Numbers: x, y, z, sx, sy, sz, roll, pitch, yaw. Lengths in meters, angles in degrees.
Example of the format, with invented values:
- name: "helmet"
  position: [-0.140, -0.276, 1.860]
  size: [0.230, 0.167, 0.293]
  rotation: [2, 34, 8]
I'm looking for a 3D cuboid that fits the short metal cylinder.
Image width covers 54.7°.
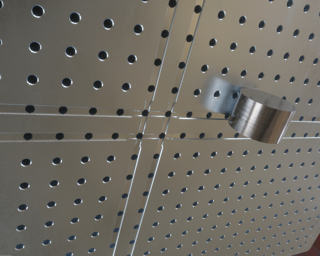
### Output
- name: "short metal cylinder"
  position: [0.146, -0.019, 0.446]
  size: [0.081, 0.080, 0.050]
  rotation: [2, 118, -30]
